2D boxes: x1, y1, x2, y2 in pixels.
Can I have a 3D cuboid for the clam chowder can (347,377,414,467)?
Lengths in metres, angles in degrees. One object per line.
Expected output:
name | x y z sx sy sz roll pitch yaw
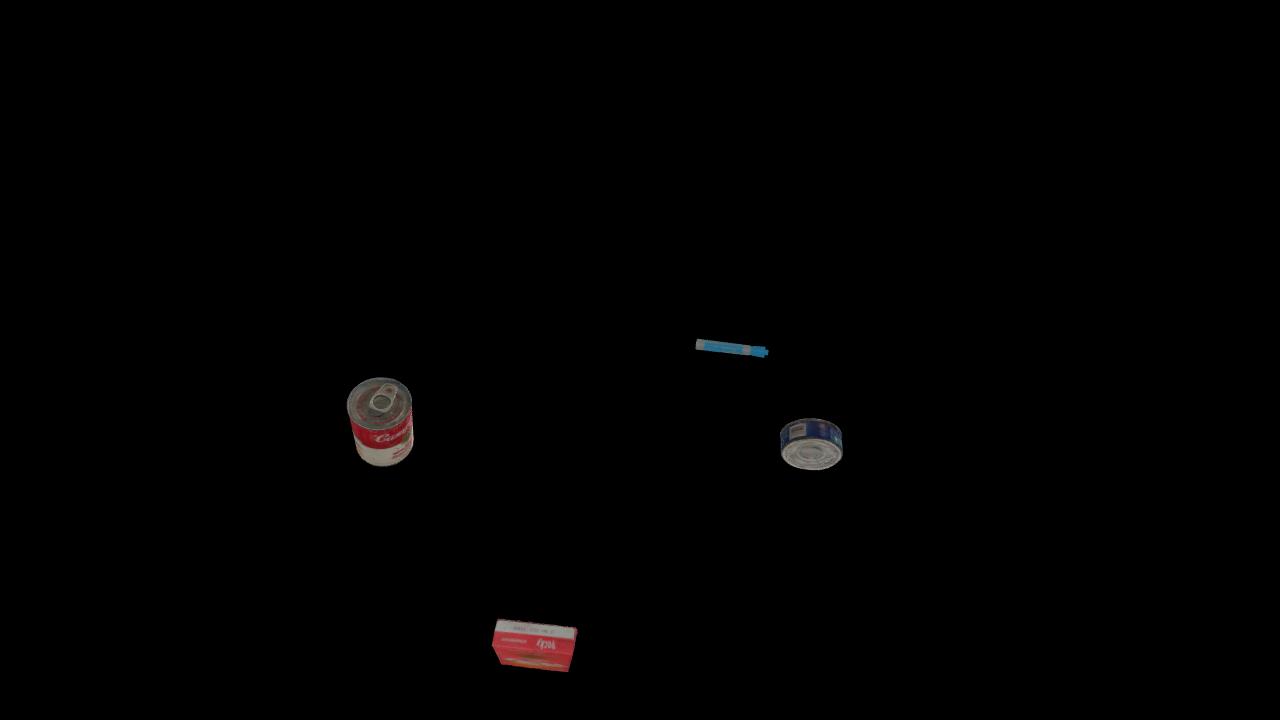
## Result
clam chowder can | -0.302 0.075 0.722 0.068 0.068 0.102 0 -33 -19

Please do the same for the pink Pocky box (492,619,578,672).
pink Pocky box | -0.116 0.320 0.684 0.084 0.029 0.155 9 -33 -4

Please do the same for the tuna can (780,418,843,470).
tuna can | 0.237 0.118 0.853 0.084 0.034 0.084 6 -40 5

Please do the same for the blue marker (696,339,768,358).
blue marker | 0.154 -0.020 1.033 0.121 0.020 0.020 7 2 14
